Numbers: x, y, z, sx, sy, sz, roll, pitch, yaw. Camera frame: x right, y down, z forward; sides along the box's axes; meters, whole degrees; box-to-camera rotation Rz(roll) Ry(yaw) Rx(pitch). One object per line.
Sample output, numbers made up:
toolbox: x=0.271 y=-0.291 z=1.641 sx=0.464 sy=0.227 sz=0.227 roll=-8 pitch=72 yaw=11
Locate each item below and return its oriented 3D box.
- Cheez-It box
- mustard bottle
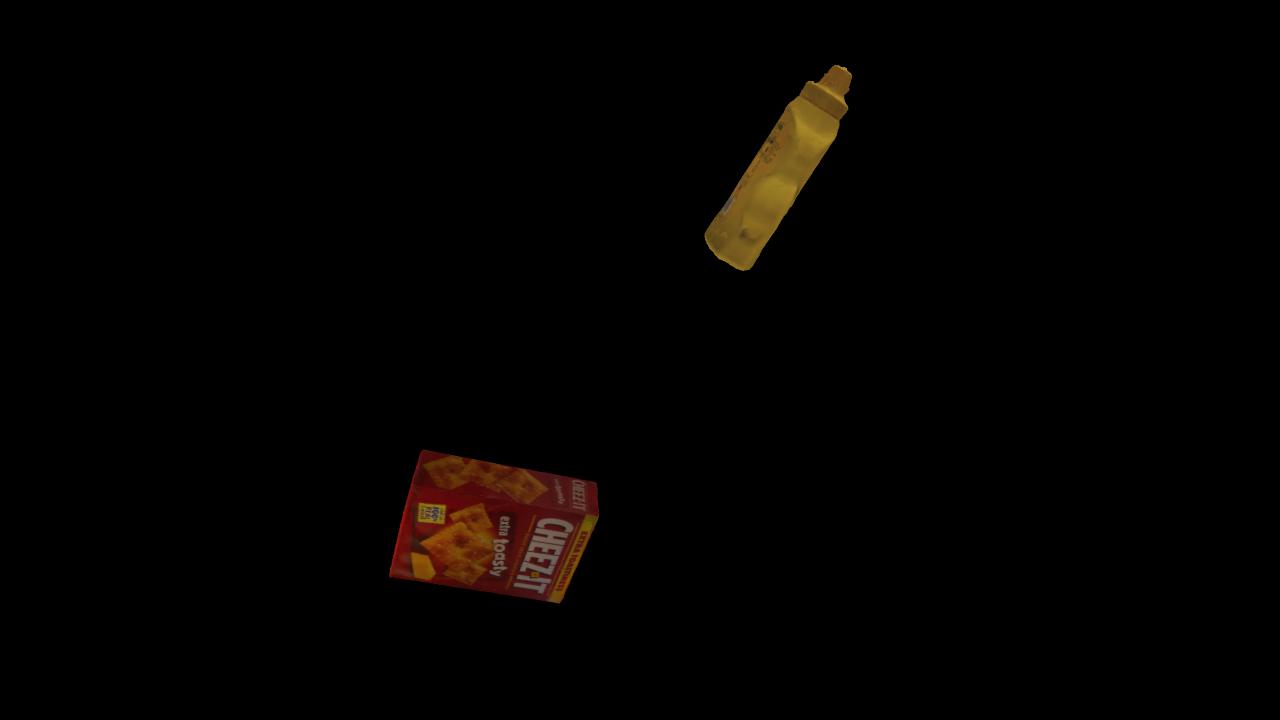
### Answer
Cheez-It box: x=-0.181 y=0.212 z=0.767 sx=0.223 sy=0.166 sz=0.071 roll=15 pitch=29 yaw=-16
mustard bottle: x=0.127 y=-0.173 z=0.551 sx=0.054 sy=0.184 sz=0.092 roll=30 pitch=24 yaw=-4
